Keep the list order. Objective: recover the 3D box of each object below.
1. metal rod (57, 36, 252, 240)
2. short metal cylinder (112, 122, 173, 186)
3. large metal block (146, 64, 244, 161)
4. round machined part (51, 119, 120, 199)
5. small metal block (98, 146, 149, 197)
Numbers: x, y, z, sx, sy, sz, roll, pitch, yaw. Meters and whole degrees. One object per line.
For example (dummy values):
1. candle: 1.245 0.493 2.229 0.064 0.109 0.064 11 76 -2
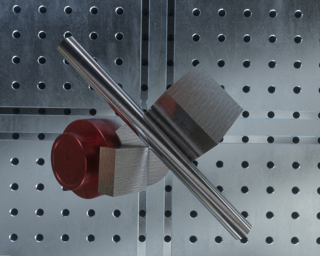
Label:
1. metal rod: -0.006 0.012 0.359 0.025 0.025 0.300 -43 90 0
2. short metal cylinder: -0.024 0.031 0.397 0.081 0.050 0.079 0 90 0
3. large metal block: 0.043 -0.020 0.376 0.080 0.050 0.080 46 47 0
4. round machined part: -0.095 0.038 0.375 0.098 0.042 0.097 3 95 38
5. small metal block: -0.040 0.046 0.345 0.025 0.050 0.050 3 91 40
